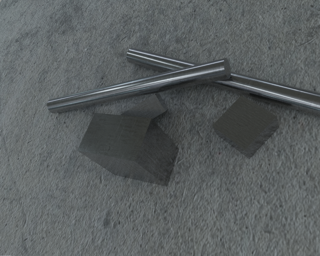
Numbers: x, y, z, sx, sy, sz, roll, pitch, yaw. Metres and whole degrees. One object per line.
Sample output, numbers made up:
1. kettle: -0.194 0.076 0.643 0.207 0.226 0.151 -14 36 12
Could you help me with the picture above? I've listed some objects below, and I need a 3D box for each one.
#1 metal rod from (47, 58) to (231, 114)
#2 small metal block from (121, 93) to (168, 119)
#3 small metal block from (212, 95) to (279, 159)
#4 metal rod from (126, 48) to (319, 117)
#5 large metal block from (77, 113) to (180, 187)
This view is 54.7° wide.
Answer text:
1. metal rod: -0.049 -0.054 0.443 0.300 0.025 0.025 -8 58 29
2. small metal block: -0.019 -0.022 0.407 0.050 0.050 0.025 -30 94 8
3. small metal block: 0.097 -0.002 0.353 0.050 0.025 0.050 -46 51 -4
4. metal rod: 0.068 -0.068 0.409 0.300 0.025 0.025 23 74 36
5. large metal block: -0.034 0.026 0.369 0.080 0.080 0.050 6 65 31
